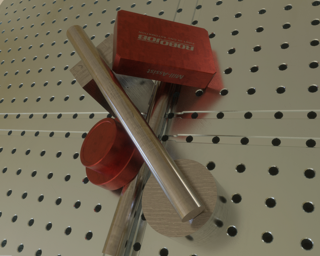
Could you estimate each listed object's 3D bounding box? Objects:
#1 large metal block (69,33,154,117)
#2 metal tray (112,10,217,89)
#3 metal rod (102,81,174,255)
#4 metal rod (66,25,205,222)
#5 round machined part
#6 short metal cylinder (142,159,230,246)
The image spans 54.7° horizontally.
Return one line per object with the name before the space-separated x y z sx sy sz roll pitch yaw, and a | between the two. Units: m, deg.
large metal block | -0.069 -0.075 0.454 0.080 0.080 0.050 -41 51 0
metal tray | 0.005 -0.105 0.415 0.131 0.030 0.090 7 55 -16
metal rod | -0.014 0.012 0.407 0.025 0.025 0.300 3 63 29
metal rod | -0.044 -0.027 0.356 0.025 0.025 0.300 -37 59 3
round machined part | -0.063 0.026 0.393 0.098 0.042 0.098 -27 45 31
short metal cylinder | 0.028 0.079 0.329 0.080 0.050 0.080 -13 56 20
